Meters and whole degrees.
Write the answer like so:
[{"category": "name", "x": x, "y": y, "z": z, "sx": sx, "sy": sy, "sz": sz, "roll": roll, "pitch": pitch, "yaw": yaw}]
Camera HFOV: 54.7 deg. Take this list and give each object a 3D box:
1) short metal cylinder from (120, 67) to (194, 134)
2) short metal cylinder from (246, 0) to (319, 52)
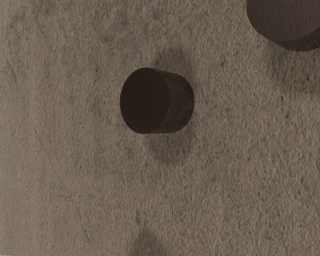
[{"category": "short metal cylinder", "x": -0.004, "y": -0.033, "z": 0.390, "sx": 0.080, "sy": 0.050, "sz": 0.079, "roll": 0, "pitch": 90, "yaw": 39}, {"category": "short metal cylinder", "x": 0.128, "y": -0.115, "z": 0.283, "sx": 0.080, "sy": 0.050, "sz": 0.079, "roll": 0, "pitch": 90, "yaw": 39}]
